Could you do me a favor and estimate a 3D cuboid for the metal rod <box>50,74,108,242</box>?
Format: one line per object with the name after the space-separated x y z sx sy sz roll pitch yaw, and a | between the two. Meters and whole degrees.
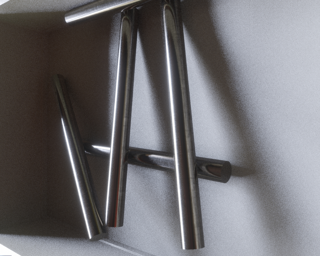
-0.133 0.027 0.483 0.025 0.025 0.299 -46 53 30 | metal rod

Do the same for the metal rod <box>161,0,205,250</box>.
0.024 -0.018 0.363 0.025 0.025 0.299 -15 73 39 | metal rod

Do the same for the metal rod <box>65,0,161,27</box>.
-0.022 -0.170 0.393 0.300 0.025 0.025 1 91 39 | metal rod

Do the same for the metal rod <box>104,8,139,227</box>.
-0.052 -0.020 0.425 0.025 0.025 0.298 -2 81 40 | metal rod

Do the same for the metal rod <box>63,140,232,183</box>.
-0.041 0.039 0.441 0.300 0.025 0.025 5 93 39 | metal rod
